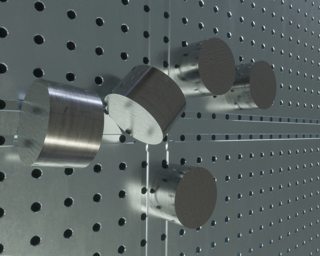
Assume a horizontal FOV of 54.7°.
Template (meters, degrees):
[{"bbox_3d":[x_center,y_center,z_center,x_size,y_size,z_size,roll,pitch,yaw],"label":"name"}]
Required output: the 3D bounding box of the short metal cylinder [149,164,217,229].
[{"bbox_3d":[0.032,0.091,0.422,0.081,0.050,0.079,0,90,-40],"label":"short metal cylinder"}]

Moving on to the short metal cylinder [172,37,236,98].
[{"bbox_3d":[0.064,-0.086,0.449,0.081,0.050,0.079,0,90,-40],"label":"short metal cylinder"}]

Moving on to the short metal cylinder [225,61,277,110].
[{"bbox_3d":[0.153,-0.070,0.524,0.081,0.050,0.079,0,90,-40],"label":"short metal cylinder"}]

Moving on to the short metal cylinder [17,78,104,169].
[{"bbox_3d":[-0.096,-0.002,0.294,0.050,0.080,0.080,10,84,-40],"label":"short metal cylinder"}]

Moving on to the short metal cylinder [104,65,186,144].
[{"bbox_3d":[-0.017,-0.026,0.361,0.080,0.080,0.050,53,59,-28],"label":"short metal cylinder"}]
